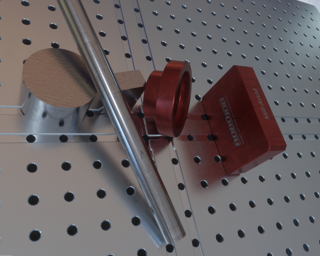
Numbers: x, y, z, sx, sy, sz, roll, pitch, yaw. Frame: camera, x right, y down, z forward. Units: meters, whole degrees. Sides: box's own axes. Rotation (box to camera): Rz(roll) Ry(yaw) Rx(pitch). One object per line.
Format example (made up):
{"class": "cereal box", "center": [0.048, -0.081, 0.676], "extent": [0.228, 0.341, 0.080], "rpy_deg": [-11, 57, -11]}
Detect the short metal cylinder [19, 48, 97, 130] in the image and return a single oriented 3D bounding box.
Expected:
{"class": "short metal cylinder", "center": [-0.117, -0.044, 0.357], "extent": [0.081, 0.050, 0.080], "rpy_deg": [14, 56, -21]}

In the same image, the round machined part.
{"class": "round machined part", "center": [0.009, -0.039, 0.402], "extent": [0.042, 0.097, 0.098], "rpy_deg": [10, 51, 15]}

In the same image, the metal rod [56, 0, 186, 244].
{"class": "metal rod", "center": [-0.044, -0.013, 0.344], "extent": [0.025, 0.025, 0.299], "rpy_deg": [-25, 91, -37]}

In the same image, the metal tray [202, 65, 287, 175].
{"class": "metal tray", "center": [0.111, -0.011, 0.435], "extent": [0.030, 0.090, 0.130], "rpy_deg": [0, 62, -29]}

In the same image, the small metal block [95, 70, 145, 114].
{"class": "small metal block", "center": [-0.051, -0.046, 0.394], "extent": [0.050, 0.050, 0.025], "rpy_deg": [-16, 70, -35]}
